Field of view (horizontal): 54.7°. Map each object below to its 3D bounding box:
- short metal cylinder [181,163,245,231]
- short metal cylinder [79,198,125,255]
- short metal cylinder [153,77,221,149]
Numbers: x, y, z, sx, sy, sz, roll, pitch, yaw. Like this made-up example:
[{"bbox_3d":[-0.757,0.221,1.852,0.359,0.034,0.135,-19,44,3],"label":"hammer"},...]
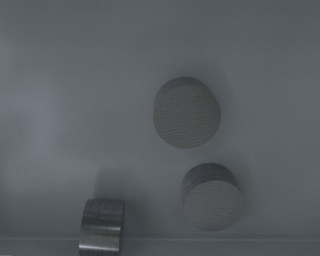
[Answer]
[{"bbox_3d":[0.072,0.096,0.434,0.081,0.050,0.079,0,110,-1],"label":"short metal cylinder"},{"bbox_3d":[-0.078,0.141,0.433,0.050,0.080,0.079,4,110,-2],"label":"short metal cylinder"},{"bbox_3d":[0.032,-0.020,0.391,0.081,0.050,0.079,0,110,-1],"label":"short metal cylinder"}]
